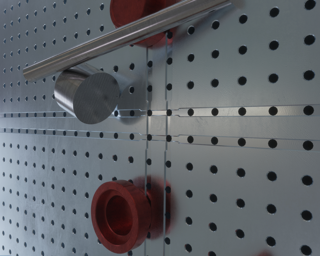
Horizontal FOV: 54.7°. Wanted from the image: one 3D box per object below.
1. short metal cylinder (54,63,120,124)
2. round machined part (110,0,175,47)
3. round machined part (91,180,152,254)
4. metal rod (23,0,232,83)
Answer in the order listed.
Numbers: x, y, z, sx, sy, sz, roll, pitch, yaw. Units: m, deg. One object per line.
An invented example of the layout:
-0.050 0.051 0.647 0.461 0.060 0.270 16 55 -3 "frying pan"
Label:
-0.108 -0.052 0.462 0.050 0.081 0.079 30 109 36 "short metal cylinder"
-0.031 -0.164 0.424 0.098 0.042 0.097 0 90 40 "round machined part"
-0.051 0.122 0.440 0.098 0.042 0.097 0 90 40 "round machined part"
-0.058 -0.115 0.403 0.300 0.025 0.025 -15 80 22 "metal rod"
